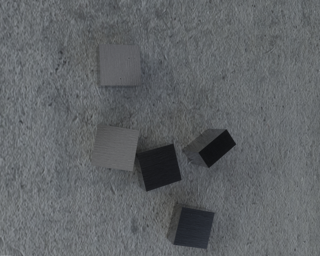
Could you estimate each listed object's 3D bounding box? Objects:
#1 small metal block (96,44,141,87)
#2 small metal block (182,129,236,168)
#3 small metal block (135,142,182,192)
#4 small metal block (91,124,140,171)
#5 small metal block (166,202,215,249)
[{"bbox_3d":[-0.052,-0.077,0.389,0.050,0.025,0.050,-3,91,-20],"label":"small metal block"},{"bbox_3d":[0.066,0.026,0.420,0.050,0.050,0.025,-38,102,-16],"label":"small metal block"},{"bbox_3d":[-0.004,0.050,0.407,0.050,0.025,0.050,-15,95,-20],"label":"small metal block"},{"bbox_3d":[-0.055,0.024,0.384,0.050,0.025,0.050,10,87,-9],"label":"small metal block"},{"bbox_3d":[0.042,0.134,0.425,0.050,0.025,0.050,15,85,-20],"label":"small metal block"}]
